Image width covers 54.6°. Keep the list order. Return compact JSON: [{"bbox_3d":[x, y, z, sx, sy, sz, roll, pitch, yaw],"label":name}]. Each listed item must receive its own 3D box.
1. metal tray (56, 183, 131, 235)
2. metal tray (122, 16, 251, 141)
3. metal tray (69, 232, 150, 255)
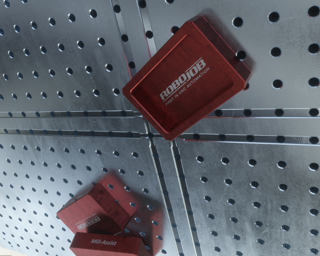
[{"bbox_3d":[-0.126,0.165,0.578,0.130,0.030,0.090,-35,99,38],"label":"metal tray"},{"bbox_3d":[0.026,-0.052,0.362,0.090,0.030,0.129,47,129,-5],"label":"metal tray"},{"bbox_3d":[-0.088,0.232,0.571,0.130,0.030,0.090,-1,133,17],"label":"metal tray"}]
